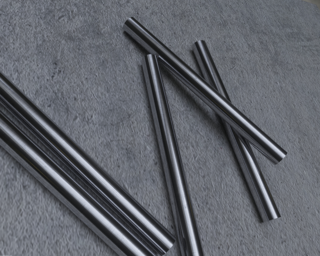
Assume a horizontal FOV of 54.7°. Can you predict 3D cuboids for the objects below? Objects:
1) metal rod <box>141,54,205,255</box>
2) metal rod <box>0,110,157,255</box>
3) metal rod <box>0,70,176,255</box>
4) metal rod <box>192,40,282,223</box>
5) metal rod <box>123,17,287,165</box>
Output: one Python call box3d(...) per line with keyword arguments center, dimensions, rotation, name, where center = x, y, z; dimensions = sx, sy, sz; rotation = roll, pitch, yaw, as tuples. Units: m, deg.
box3d(center=(0.013, 0.031, 0.393), dimensions=(0.025, 0.025, 0.299), rotation=(2, 61, -28), name="metal rod")
box3d(center=(-0.094, 0.063, 0.315), dimensions=(0.300, 0.025, 0.025), rotation=(43, 51, 1), name="metal rod")
box3d(center=(-0.101, 0.024, 0.335), dimensions=(0.300, 0.025, 0.025), rotation=(43, 51, 1), name="metal rod")
box3d(center=(0.108, -0.009, 0.469), dimensions=(0.025, 0.025, 0.299), rotation=(-3, 63, -30), name="metal rod")
box3d(center=(0.059, -0.059, 0.452), dimensions=(0.300, 0.025, 0.025), rotation=(43, 50, 10), name="metal rod")
